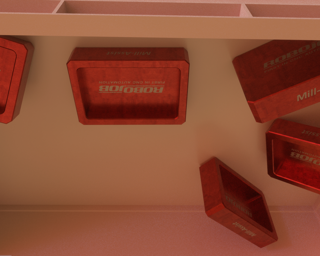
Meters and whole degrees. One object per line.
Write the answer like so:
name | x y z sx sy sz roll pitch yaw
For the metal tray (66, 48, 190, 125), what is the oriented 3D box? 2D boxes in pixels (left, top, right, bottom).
metal tray | -0.034 -0.047 0.365 0.131 0.030 0.089 0 130 -1

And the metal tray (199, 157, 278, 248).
metal tray | 0.117 0.112 0.463 0.130 0.090 0.030 36 121 -27

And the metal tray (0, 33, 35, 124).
metal tray | -0.211 -0.065 0.325 0.131 0.030 0.089 16 106 -14

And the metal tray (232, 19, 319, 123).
metal tray | 0.147 -0.065 0.313 0.130 0.090 0.030 -22 127 17

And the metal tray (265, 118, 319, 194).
metal tray | 0.205 0.044 0.395 0.130 0.030 0.090 18 140 38
